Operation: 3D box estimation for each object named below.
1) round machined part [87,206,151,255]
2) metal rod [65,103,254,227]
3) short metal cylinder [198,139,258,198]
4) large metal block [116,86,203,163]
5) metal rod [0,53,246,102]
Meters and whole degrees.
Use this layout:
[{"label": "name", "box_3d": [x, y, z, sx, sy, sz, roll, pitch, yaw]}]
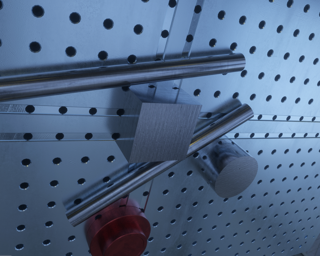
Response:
[{"label": "round machined part", "box_3d": [-0.059, 0.172, 0.476, 0.099, 0.042, 0.097, -14, 125, -21]}, {"label": "metal rod", "box_3d": [0.006, 0.049, 0.446, 0.301, 0.025, 0.025, -30, 129, -9]}, {"label": "short metal cylinder", "box_3d": [0.108, 0.065, 0.497, 0.081, 0.050, 0.079, -14, 125, -21]}, {"label": "large metal block", "box_3d": [-0.004, -0.005, 0.392, 0.081, 0.050, 0.079, 0, 119, -29]}, {"label": "metal rod", "box_3d": [-0.030, -0.062, 0.357, 0.303, 0.025, 0.025, -11, 123, -23]}]
